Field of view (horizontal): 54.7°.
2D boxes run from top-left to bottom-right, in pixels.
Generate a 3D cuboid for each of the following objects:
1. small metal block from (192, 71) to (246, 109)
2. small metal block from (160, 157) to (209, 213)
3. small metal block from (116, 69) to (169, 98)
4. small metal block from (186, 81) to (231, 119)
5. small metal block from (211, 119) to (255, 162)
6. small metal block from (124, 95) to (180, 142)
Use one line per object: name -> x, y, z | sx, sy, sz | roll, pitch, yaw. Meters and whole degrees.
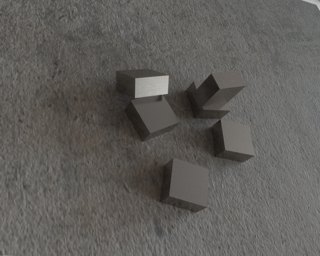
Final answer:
small metal block -> 0.082, -0.053, 0.435 | 0.050, 0.050, 0.025 | -11, 67, -33
small metal block -> 0.031, 0.070, 0.379 | 0.050, 0.025, 0.050 | 20, 54, -17
small metal block -> -0.024, -0.061, 0.412 | 0.050, 0.025, 0.050 | -11, 25, -33
small metal block -> 0.073, -0.042, 0.471 | 0.050, 0.025, 0.050 | 0, 62, -29
small metal block -> 0.105, 0.019, 0.451 | 0.050, 0.025, 0.050 | 12, 57, -22
small metal block -> -0.011, -0.016, 0.409 | 0.050, 0.025, 0.050 | -21, 73, -36
